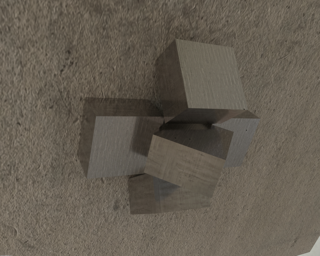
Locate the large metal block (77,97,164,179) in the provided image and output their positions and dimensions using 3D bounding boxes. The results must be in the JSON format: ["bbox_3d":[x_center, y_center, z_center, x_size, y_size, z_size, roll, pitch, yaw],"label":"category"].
[{"bbox_3d":[-0.049,0.010,0.373,0.081,0.050,0.079,-1,119,-29],"label":"large metal block"}]

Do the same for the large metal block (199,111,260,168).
[{"bbox_3d":[0.083,0.010,0.442,0.081,0.050,0.079,0,119,-29],"label":"large metal block"}]

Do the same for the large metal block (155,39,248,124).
[{"bbox_3d":[0.047,-0.051,0.361,0.081,0.080,0.050,0,162,-28],"label":"large metal block"}]

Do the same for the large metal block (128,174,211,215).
[{"bbox_3d":[0.010,0.089,0.427,0.081,0.080,0.050,2,75,-29],"label":"large metal block"}]

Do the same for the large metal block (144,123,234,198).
[{"bbox_3d":[0.037,0.028,0.369,0.080,0.080,0.050,19,116,11],"label":"large metal block"}]
